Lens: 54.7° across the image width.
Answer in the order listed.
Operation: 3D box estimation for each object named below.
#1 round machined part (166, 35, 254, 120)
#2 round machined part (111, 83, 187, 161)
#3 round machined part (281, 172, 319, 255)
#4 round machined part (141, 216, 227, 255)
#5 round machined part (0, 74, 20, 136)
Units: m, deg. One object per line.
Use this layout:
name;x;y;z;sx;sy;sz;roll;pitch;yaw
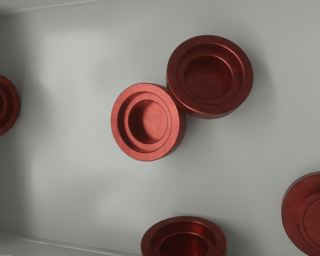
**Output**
round machined part;0.056;-0.056;0.368;0.099;0.042;0.098;1;75;-2
round machined part;-0.011;-0.008;0.400;0.098;0.042;0.097;2;95;26
round machined part;0.185;0.098;0.337;0.098;0.042;0.097;0;90;19
round machined part;0.028;0.149;0.364;0.098;0.098;0.042;1;108;19
round machined part;-0.265;-0.035;0.463;0.042;0.098;0.097;9;93;25
